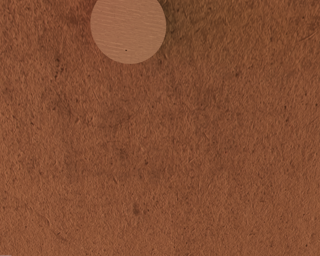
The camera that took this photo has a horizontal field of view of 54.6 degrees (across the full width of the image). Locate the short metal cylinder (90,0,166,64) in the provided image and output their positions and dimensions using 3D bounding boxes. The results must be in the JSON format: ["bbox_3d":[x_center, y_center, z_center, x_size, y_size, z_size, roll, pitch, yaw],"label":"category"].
[{"bbox_3d":[-0.034,-0.117,0.353,0.080,0.050,0.079,0,110,0],"label":"short metal cylinder"}]
